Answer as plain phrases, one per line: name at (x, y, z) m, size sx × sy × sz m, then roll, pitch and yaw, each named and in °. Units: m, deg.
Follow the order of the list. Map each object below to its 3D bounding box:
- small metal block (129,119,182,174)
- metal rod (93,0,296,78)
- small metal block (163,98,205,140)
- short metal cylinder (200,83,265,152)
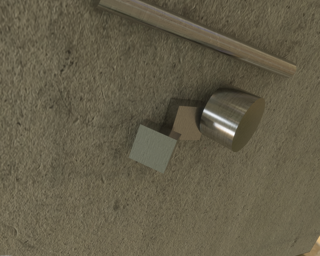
small metal block at (-0.006, 0.023, 0.401) m, size 0.050 × 0.025 × 0.050 m, roll 24°, pitch 111°, yaw 9°
metal rod at (0.066, -0.107, 0.378) m, size 0.302 × 0.025 × 0.025 m, roll 9°, pitch 114°, yaw -33°
small metal block at (0.035, -0.011, 0.420) m, size 0.050 × 0.025 × 0.050 m, roll 2°, pitch 118°, yaw -30°
short metal cylinder at (0.099, -0.014, 0.420) m, size 0.080 × 0.050 × 0.079 m, roll -36°, pitch 143°, yaw -34°
